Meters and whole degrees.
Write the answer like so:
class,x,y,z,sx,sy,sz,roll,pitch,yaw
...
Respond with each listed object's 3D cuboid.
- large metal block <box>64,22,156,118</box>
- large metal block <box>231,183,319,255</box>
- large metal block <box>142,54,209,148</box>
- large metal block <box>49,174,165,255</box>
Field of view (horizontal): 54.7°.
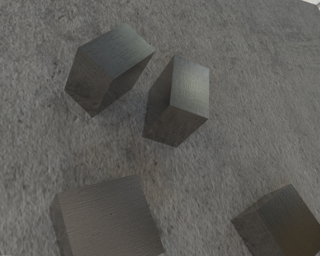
class,x,y,z,sx,sy,sz,roll,pitch,yaw
large metal block,-0.062,-0.070,0.379,0.050,0.080,0.080,44,51,2
large metal block,0.152,0.129,0.393,0.081,0.050,0.080,-21,73,-36
large metal block,0.020,-0.032,0.401,0.050,0.080,0.080,19,54,-18
large metal block,-0.053,0.098,0.300,0.081,0.050,0.080,-9,66,-32
